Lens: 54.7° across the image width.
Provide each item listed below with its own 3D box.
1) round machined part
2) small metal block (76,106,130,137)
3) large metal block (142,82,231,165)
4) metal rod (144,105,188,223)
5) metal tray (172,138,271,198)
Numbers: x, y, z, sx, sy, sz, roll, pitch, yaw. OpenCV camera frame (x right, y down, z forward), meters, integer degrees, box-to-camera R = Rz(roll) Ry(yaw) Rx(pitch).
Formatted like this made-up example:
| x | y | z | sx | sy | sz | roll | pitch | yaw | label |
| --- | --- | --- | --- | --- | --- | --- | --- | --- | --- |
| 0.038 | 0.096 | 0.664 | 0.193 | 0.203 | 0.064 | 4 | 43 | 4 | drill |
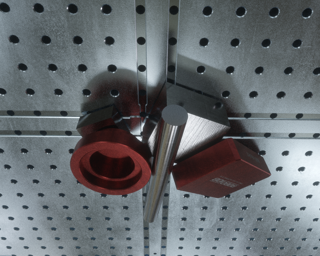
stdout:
| x | y | z | sx | sy | sz | roll | pitch | yaw | label |
| --- | --- | --- | --- | --- | --- | --- | --- | --- | --- |
| -0.059 | 0.039 | 0.392 | 0.099 | 0.042 | 0.097 | 2 | 131 | 2 | round machined part |
| -0.074 | 0.004 | 0.410 | 0.050 | 0.025 | 0.050 | -17 | 128 | 14 | small metal block |
| 0.029 | -0.001 | 0.391 | 0.081 | 0.050 | 0.079 | 18 | 128 | -15 | large metal block |
| -0.001 | 0.070 | 0.414 | 0.025 | 0.025 | 0.298 | 5 | 146 | -4 | metal rod |
| 0.087 | 0.060 | 0.423 | 0.090 | 0.030 | 0.131 | -31 | 149 | 24 | metal tray |
